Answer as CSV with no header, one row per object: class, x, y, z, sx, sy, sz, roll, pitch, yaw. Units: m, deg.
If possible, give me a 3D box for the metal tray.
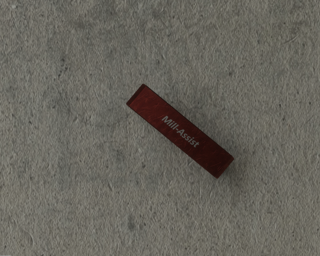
metal tray,0.022,0.003,0.379,0.130,0.090,0.030,39,90,-1
